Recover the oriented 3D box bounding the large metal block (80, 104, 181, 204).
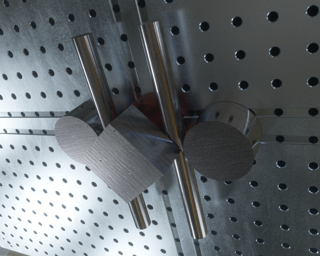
[{"bbox_3d":[-0.036,0.032,0.373,0.080,0.050,0.080,44,129,-2],"label":"large metal block"}]

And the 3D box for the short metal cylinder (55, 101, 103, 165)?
[{"bbox_3d":[-0.105,0.007,0.455,0.080,0.050,0.079,13,124,21],"label":"short metal cylinder"}]

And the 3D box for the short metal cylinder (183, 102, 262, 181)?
[{"bbox_3d":[0.074,0.016,0.365,0.080,0.050,0.079,13,124,21],"label":"short metal cylinder"}]

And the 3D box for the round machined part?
[{"bbox_3d":[-0.014,0.011,0.415,0.098,0.042,0.097,13,124,21],"label":"round machined part"}]

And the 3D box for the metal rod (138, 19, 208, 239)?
[{"bbox_3d":[0.023,0.021,0.385,0.025,0.025,0.298,0,119,28],"label":"metal rod"}]

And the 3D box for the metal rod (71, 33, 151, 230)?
[{"bbox_3d":[-0.060,0.022,0.429,0.025,0.025,0.298,0,119,28],"label":"metal rod"}]
